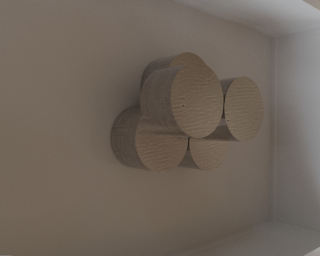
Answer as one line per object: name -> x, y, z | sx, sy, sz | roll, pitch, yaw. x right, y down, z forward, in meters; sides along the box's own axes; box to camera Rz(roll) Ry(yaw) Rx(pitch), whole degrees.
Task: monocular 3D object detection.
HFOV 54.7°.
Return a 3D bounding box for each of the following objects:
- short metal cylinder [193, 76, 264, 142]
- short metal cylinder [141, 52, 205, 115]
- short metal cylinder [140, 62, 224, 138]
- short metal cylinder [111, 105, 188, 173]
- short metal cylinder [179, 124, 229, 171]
short metal cylinder -> 0.088, -0.023, 0.395 | 0.081, 0.050, 0.080 | 0, 90, -40
short metal cylinder -> 0.023, -0.055, 0.407 | 0.081, 0.050, 0.080 | 0, 90, -40
short metal cylinder -> 0.025, -0.029, 0.344 | 0.081, 0.050, 0.080 | 0, 90, -40
short metal cylinder -> -0.012, 0.012, 0.378 | 0.081, 0.050, 0.080 | 0, 90, -40
short metal cylinder -> 0.051, 0.017, 0.431 | 0.081, 0.050, 0.080 | 0, 90, -40
